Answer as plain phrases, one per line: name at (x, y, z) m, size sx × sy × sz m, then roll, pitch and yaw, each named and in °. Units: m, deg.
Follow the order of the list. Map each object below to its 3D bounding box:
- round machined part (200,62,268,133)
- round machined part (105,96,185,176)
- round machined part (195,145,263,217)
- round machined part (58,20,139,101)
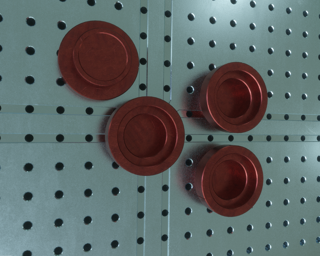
round machined part at (0.100, -0.042, 0.442) m, size 0.099 × 0.042 × 0.097 m, roll 0°, pitch 90°, yaw -21°
round machined part at (-0.022, 0.010, 0.397) m, size 0.099 × 0.042 × 0.097 m, roll 0°, pitch 90°, yaw -21°
round machined part at (0.093, 0.072, 0.440) m, size 0.099 × 0.042 × 0.097 m, roll 0°, pitch 90°, yaw -21°
round machined part at (-0.072, -0.083, 0.377) m, size 0.099 × 0.042 × 0.097 m, roll 0°, pitch 90°, yaw -21°
